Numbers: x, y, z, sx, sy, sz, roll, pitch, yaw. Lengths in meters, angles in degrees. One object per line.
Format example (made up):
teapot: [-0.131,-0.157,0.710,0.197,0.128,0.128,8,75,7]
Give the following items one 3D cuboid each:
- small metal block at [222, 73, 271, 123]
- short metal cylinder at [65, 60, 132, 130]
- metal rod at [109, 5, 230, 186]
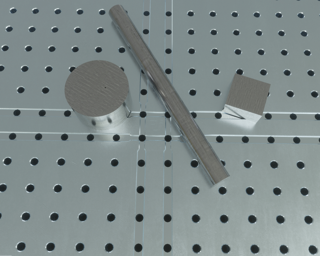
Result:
small metal block: [0.119,-0.042,0.428,0.050,0.025,0.050,19,71,6]
short metal cylinder: [-0.080,-0.043,0.413,0.081,0.050,0.080,0,70,0]
metal rod: [0.005,-0.057,0.432,0.025,0.025,0.299,-27,73,-10]
